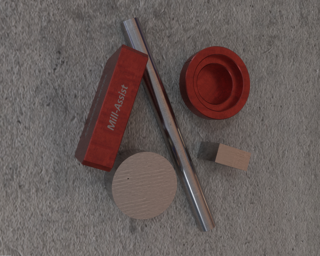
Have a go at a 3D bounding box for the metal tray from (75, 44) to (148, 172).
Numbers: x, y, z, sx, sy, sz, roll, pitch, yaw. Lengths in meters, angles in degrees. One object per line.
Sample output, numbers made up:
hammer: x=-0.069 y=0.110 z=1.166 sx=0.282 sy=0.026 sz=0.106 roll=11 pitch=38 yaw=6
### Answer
metal tray: x=-0.059 y=-0.021 z=0.355 sx=0.030 sy=0.090 sz=0.129 roll=20 pitch=83 yaw=-19

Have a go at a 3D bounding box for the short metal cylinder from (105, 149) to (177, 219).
short metal cylinder: x=-0.025 y=0.068 z=0.388 sx=0.081 sy=0.050 sz=0.079 roll=0 pitch=90 yaw=-21

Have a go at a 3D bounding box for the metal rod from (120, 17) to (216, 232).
metal rod: x=0.014 y=0.001 z=0.417 sx=0.025 sy=0.025 sz=0.298 roll=-24 pitch=98 yaw=-19

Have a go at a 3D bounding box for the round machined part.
round machined part: x=0.071 y=-0.060 z=0.429 sx=0.099 sy=0.042 sz=0.097 roll=0 pitch=90 yaw=-21

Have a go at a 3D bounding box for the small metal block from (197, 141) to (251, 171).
small metal block: x=0.087 y=0.038 z=0.428 sx=0.050 sy=0.050 sz=0.025 roll=18 pitch=84 yaw=-20
